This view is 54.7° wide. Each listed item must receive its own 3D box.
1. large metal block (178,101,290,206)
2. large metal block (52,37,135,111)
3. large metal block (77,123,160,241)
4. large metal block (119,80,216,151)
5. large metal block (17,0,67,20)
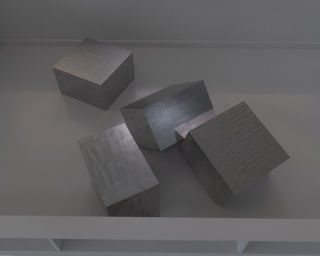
[{"bbox_3d":[0.081,0.028,0.352,0.081,0.050,0.080,-28,72,-22],"label":"large metal block"},{"bbox_3d":[-0.094,-0.081,0.456,0.080,0.050,0.080,22,53,17],"label":"large metal block"},{"bbox_3d":[-0.041,0.056,0.322,0.050,0.080,0.080,-21,53,-17],"label":"large metal block"},{"bbox_3d":[0.008,-0.017,0.377,0.081,0.050,0.080,-27,14,-21],"label":"large metal block"},{"bbox_3d":[-0.235,-0.261,0.609,0.081,0.050,0.080,-14,52,-12],"label":"large metal block"}]
